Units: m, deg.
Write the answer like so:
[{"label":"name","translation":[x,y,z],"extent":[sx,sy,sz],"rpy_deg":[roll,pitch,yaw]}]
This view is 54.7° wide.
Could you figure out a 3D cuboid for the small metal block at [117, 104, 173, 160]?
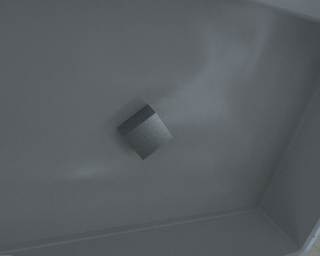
[{"label":"small metal block","translation":[-0.019,0.006,0.404],"extent":[0.050,0.025,0.050],"rpy_deg":[-38,130,-3]}]
